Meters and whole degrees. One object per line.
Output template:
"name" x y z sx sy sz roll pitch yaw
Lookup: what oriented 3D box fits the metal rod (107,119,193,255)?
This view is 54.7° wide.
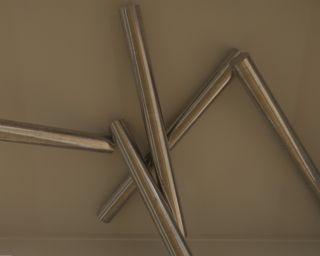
"metal rod" 0.010 0.124 0.382 0.025 0.025 0.299 -30 79 10

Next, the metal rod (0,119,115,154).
"metal rod" -0.190 0.000 0.339 0.302 0.025 0.025 11 113 -33

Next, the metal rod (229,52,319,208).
"metal rod" 0.178 0.029 0.409 0.025 0.025 0.300 -34 112 12

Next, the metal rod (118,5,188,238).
"metal rod" -0.005 0.003 0.389 0.025 0.025 0.298 -11 101 4

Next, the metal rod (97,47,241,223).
"metal rod" 0.009 0.020 0.418 0.025 0.025 0.299 36 106 -12
